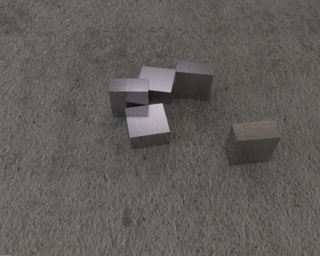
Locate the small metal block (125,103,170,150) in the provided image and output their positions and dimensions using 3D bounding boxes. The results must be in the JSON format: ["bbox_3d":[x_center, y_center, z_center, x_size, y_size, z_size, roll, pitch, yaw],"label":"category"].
[{"bbox_3d":[-0.017,-0.003,0.405,0.050,0.025,0.050,-8,51,-7],"label":"small metal block"}]

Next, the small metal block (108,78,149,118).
[{"bbox_3d":[-0.040,-0.040,0.420,0.050,0.050,0.025,0,50,0],"label":"small metal block"}]

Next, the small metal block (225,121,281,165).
[{"bbox_3d":[0.109,0.019,0.372,0.050,0.050,0.025,-4,50,-4],"label":"small metal block"}]

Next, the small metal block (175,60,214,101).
[{"bbox_3d":[0.048,-0.067,0.443,0.050,0.050,0.025,6,51,5],"label":"small metal block"}]

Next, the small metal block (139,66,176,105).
[{"bbox_3d":[-0.005,-0.063,0.456,0.050,0.025,0.050,7,50,6],"label":"small metal block"}]
